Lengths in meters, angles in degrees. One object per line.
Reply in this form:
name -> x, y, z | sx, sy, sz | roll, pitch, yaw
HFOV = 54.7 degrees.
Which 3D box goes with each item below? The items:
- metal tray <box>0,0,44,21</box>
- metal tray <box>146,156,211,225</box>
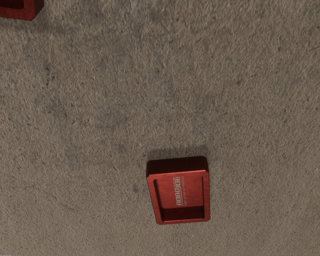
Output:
metal tray -> -0.177, -0.151, 0.272 | 0.131, 0.030, 0.089 | 6, 130, -6
metal tray -> 0.032, 0.103, 0.491 | 0.091, 0.030, 0.129 | -6, 130, 4
